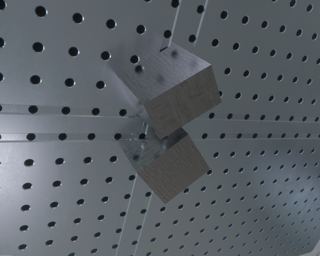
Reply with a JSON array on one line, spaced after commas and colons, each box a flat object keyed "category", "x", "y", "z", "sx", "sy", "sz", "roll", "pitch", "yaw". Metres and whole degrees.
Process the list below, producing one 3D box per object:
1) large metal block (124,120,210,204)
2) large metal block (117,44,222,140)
[{"category": "large metal block", "x": 0.011, "y": 0.045, "z": 0.428, "sx": 0.080, "sy": 0.050, "sz": 0.080, "roll": -37, "pitch": 129, "yaw": -3}, {"category": "large metal block", "x": 0.009, "y": -0.045, "z": 0.352, "sx": 0.080, "sy": 0.080, "sz": 0.050, "roll": -31, "pitch": 129, "yaw": -8}]
